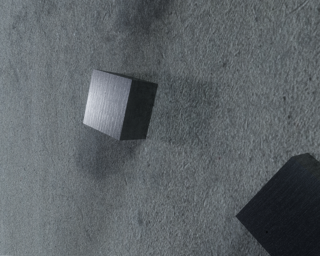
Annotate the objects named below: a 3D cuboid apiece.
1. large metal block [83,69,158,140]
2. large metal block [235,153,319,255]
[{"bbox_3d":[-0.057,-0.034,0.436,0.080,0.050,0.079,21,103,38],"label":"large metal block"},{"bbox_3d":[0.132,0.080,0.280,0.080,0.050,0.080,48,118,29],"label":"large metal block"}]
